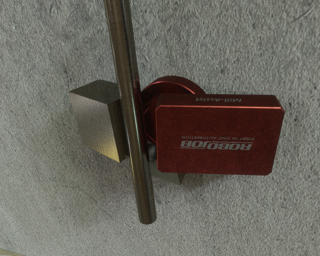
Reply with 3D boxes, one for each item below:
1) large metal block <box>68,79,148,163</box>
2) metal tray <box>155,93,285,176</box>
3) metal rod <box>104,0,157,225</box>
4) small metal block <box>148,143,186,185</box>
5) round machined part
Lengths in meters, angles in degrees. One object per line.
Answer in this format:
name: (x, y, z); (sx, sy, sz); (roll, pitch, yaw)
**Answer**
large metal block: (-0.067, -0.012, 0.405); (0.080, 0.050, 0.079); (19, 128, 39)
metal tray: (0.062, 0.008, 0.349); (0.131, 0.030, 0.089); (1, 122, 4)
metal rod: (-0.030, -0.006, 0.366); (0.025, 0.025, 0.298); (7, 120, 24)
small metal block: (0.007, 0.050, 0.423); (0.050, 0.025, 0.050); (15, 150, 20)
round machined part: (0.013, -0.011, 0.383); (0.098, 0.042, 0.097); (13, 124, 21)
